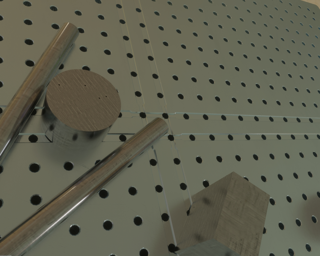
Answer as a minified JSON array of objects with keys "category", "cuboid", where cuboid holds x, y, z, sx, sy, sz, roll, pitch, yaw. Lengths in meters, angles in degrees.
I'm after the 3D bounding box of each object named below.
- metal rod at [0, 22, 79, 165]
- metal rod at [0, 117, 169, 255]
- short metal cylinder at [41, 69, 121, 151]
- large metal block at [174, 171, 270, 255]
[{"category":"metal rod","cuboid":[-0.154,-0.016,0.334,0.025,0.025,0.300,25,53,-13]},{"category":"metal rod","cuboid":[-0.090,0.072,0.315,0.025,0.025,0.302,47,51,4]},{"category":"short metal cylinder","cuboid":[-0.091,-0.020,0.355,0.081,0.050,0.080,14,56,-21]},{"category":"large metal block","cuboid":[0.069,0.107,0.345,0.050,0.080,0.080,34,51,-6]}]
